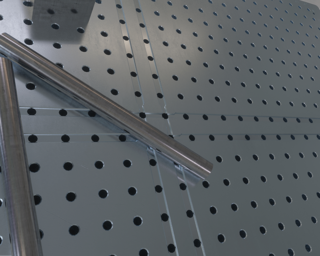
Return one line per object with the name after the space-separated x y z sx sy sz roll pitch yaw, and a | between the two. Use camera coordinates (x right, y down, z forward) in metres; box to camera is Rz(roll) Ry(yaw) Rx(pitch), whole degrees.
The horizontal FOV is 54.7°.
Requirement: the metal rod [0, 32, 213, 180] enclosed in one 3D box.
-0.064 -0.023 0.387 0.301 0.025 0.025 32 52 -7 | metal rod

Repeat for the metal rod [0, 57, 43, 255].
-0.137 0.058 0.298 0.025 0.025 0.299 -5 64 -31 | metal rod

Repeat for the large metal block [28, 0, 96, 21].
-0.144 -0.202 0.438 0.081 0.050 0.080 -8 66 -32 | large metal block
